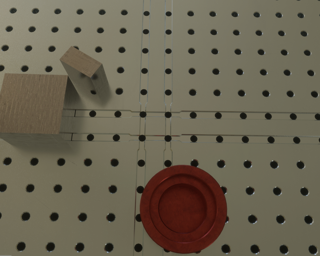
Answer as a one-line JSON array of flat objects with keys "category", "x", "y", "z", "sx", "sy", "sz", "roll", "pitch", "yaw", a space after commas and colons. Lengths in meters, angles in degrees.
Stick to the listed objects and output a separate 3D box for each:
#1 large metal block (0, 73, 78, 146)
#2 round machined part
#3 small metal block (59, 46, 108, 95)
[{"category": "large metal block", "x": -0.159, "y": -0.023, "z": 0.405, "sx": 0.081, "sy": 0.050, "sz": 0.080, "roll": 2, "pitch": 70, "yaw": 0}, {"category": "round machined part", "x": 0.026, "y": 0.096, "z": 0.368, "sx": 0.099, "sy": 0.042, "sz": 0.098, "roll": 0, "pitch": 70, "yaw": -1}, {"category": "small metal block", "x": -0.103, "y": -0.078, "z": 0.426, "sx": 0.050, "sy": 0.050, "sz": 0.025, "roll": 31, "pitch": 73, "yaw": 10}]
